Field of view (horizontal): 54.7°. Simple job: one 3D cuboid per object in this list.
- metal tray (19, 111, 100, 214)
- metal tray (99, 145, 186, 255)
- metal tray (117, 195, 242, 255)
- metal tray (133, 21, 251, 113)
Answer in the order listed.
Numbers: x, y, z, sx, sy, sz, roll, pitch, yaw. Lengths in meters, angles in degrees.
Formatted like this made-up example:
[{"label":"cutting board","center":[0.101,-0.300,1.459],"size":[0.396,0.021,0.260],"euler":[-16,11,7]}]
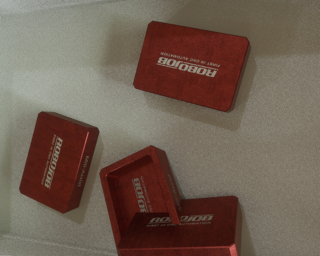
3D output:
[{"label":"metal tray","center":[-0.151,0.049,0.461],"size":[0.090,0.030,0.129],"euler":[19,96,19]},{"label":"metal tray","center":[-0.020,0.099,0.395],"size":[0.090,0.030,0.130],"euler":[-27,65,17]},{"label":"metal tray","center":[0.027,0.121,0.363],"size":[0.130,0.090,0.030],"euler":[-9,108,19]},{"label":"metal tray","center":[0.039,-0.078,0.394],"size":[0.130,0.030,0.089],"euler":[17,96,19]}]
